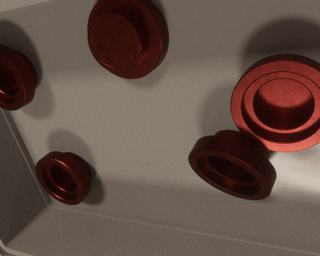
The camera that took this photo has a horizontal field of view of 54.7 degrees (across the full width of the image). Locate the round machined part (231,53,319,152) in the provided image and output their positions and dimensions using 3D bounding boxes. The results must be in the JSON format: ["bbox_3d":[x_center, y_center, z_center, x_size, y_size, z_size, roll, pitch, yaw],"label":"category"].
[{"bbox_3d":[0.125,-0.028,0.314,0.098,0.042,0.097,12,123,20],"label":"round machined part"}]

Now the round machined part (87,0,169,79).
[{"bbox_3d":[-0.043,-0.102,0.356,0.098,0.042,0.097,13,124,20],"label":"round machined part"}]

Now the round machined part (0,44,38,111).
[{"bbox_3d":[-0.226,-0.079,0.465,0.098,0.042,0.097,13,124,20],"label":"round machined part"}]

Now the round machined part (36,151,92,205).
[{"bbox_3d":[-0.158,0.080,0.528,0.098,0.042,0.097,13,124,20],"label":"round machined part"}]

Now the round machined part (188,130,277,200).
[{"bbox_3d":[0.086,0.039,0.360,0.098,0.042,0.098,25,153,14],"label":"round machined part"}]
